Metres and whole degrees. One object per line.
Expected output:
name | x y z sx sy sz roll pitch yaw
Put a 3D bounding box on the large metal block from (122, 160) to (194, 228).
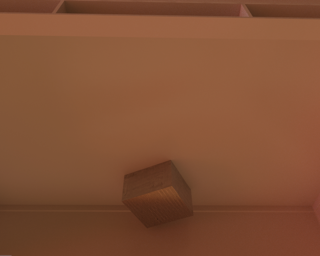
large metal block | -0.002 0.105 0.482 0.080 0.050 0.080 -20 128 16
